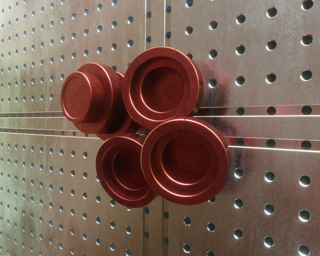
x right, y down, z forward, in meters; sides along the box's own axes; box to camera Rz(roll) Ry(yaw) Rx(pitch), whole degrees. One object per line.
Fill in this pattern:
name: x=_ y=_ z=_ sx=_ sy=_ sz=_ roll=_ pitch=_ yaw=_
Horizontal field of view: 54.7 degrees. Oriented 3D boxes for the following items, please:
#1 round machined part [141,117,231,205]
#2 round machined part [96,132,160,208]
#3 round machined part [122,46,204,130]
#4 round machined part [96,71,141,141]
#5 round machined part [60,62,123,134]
round machined part: x=0.031 y=0.035 z=0.355 sx=0.098 sy=0.042 sz=0.097 roll=3 pitch=101 yaw=18
round machined part: x=-0.034 y=0.052 z=0.413 sx=0.098 sy=0.042 sz=0.097 roll=8 pitch=108 yaw=27
round machined part: x=0.006 y=-0.046 z=0.379 sx=0.098 sy=0.042 sz=0.097 roll=1 pitch=91 yaw=23
round machined part: x=-0.057 y=-0.030 z=0.442 sx=0.098 sy=0.042 sz=0.097 roll=0 pitch=90 yaw=39
round machined part: x=-0.098 y=-0.040 z=0.422 sx=0.098 sy=0.042 sz=0.097 roll=0 pitch=90 yaw=39
